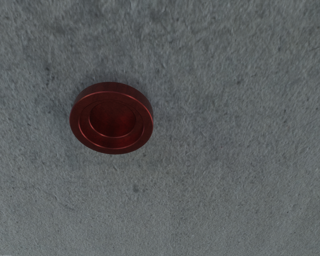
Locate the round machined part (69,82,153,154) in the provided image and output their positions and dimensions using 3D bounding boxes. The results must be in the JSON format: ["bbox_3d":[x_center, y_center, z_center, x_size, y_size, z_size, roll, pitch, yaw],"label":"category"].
[{"bbox_3d":[-0.057,-0.016,0.382,0.099,0.042,0.097,-1,130,0],"label":"round machined part"}]
